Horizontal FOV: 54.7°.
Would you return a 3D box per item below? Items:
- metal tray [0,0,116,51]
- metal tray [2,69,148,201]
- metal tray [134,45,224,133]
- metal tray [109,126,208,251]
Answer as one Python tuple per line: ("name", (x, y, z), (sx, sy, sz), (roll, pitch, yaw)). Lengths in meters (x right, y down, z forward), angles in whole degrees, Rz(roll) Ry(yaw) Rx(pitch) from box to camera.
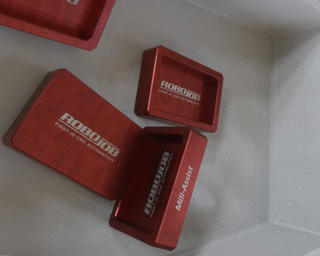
("metal tray", (-0.107, -0.132, 0.282), (0.131, 0.030, 0.089), (8, 121, -40))
("metal tray", (-0.082, 0.011, 0.334), (0.130, 0.030, 0.090), (40, 66, -33))
("metal tray", (0.031, -0.048, 0.428), (0.131, 0.030, 0.090), (14, 81, -39))
("metal tray", (-0.003, 0.063, 0.361), (0.030, 0.090, 0.130), (31, 71, -36))
